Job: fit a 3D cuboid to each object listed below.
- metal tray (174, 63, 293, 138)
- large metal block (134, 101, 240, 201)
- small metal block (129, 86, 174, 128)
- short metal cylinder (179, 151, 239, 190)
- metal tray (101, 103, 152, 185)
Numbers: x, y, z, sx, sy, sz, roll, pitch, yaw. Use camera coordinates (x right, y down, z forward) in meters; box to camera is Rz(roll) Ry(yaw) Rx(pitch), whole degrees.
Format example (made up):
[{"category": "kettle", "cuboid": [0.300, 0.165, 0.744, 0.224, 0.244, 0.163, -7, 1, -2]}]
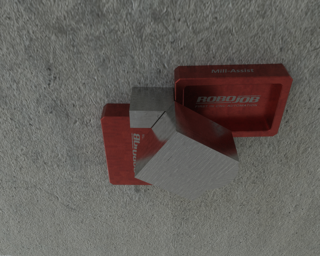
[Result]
[{"category": "metal tray", "cuboid": [0.083, -0.031, 0.380, 0.131, 0.030, 0.089, -1, 130, 1]}, {"category": "large metal block", "cuboid": [0.028, 0.029, 0.350, 0.080, 0.050, 0.080, 26, 126, -21]}, {"category": "small metal block", "cuboid": [-0.009, -0.026, 0.371, 0.050, 0.050, 0.025, 1, 130, -1]}, {"category": "short metal cylinder", "cuboid": [0.063, 0.041, 0.427, 0.080, 0.050, 0.079, 0, 130, 0]}, {"category": "metal tray", "cuboid": [-0.028, 0.026, 0.429, 0.091, 0.030, 0.129, 1, 130, -1]}]
